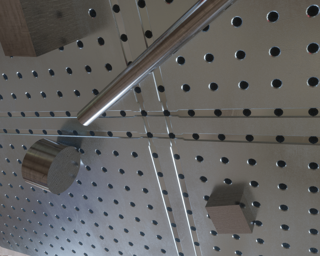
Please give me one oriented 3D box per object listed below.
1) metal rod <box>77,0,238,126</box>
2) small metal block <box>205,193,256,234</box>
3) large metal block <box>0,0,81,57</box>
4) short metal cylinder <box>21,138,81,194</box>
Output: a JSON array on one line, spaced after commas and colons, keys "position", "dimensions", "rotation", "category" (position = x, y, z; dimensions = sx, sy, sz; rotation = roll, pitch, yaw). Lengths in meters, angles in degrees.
[{"position": [-0.014, -0.079, 0.369], "dimensions": [0.299, 0.025, 0.025], "rotation": [-33, 100, 38], "category": "metal rod"}, {"position": [0.099, 0.120, 0.434], "dimensions": [0.050, 0.025, 0.050], "rotation": [-14, 111, 34], "category": "small metal block"}, {"position": [-0.149, -0.136, 0.370], "dimensions": [0.050, 0.080, 0.079], "rotation": [8, 122, 24], "category": "large metal block"}, {"position": [-0.176, 0.062, 0.507], "dimensions": [0.050, 0.080, 0.079], "rotation": [15, 125, 19], "category": "short metal cylinder"}]
